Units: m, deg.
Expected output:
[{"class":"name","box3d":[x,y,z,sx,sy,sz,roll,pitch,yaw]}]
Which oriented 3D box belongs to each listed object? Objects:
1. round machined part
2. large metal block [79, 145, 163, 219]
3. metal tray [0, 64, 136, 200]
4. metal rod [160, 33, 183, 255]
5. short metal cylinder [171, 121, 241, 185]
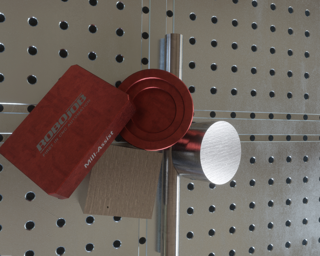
[{"class":"round machined part","box3d":[-0.008,-0.021,0.387,0.099,0.042,0.097,0,89,5]},{"class":"large metal block","box3d":[-0.049,0.062,0.381,0.081,0.050,0.080,11,86,-20]},{"class":"metal tray","box3d":[-0.101,0.001,0.347,0.090,0.030,0.130,32,77,22]},{"class":"metal rod","box3d":[0.016,0.024,0.419,0.025,0.025,0.298,1,90,-20]},{"class":"short metal cylinder","box3d":[0.062,0.031,0.408,0.081,0.050,0.079,0,91,-40]}]
